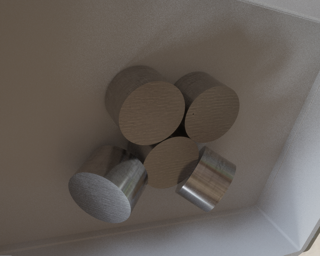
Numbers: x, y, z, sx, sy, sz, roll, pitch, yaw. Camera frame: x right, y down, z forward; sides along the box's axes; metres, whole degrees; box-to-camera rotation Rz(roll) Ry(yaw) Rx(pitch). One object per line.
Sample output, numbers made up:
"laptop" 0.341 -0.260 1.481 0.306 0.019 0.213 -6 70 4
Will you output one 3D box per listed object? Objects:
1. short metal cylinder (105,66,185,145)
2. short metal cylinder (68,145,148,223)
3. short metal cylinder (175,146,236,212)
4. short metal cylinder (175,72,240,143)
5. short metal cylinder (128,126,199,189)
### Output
"short metal cylinder" -0.018 -0.027 0.364 0.081 0.050 0.079 -14 125 -21
"short metal cylinder" -0.061 0.068 0.374 0.050 0.080 0.079 -57 149 -50
"short metal cylinder" 0.065 0.073 0.445 0.050 0.080 0.080 33 103 1
"short metal cylinder" 0.056 -0.027 0.406 0.081 0.050 0.079 -14 125 -21
"short metal cylinder" 0.004 0.033 0.413 0.081 0.050 0.079 -14 125 -21
